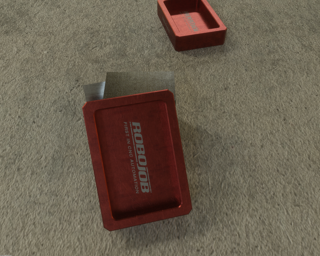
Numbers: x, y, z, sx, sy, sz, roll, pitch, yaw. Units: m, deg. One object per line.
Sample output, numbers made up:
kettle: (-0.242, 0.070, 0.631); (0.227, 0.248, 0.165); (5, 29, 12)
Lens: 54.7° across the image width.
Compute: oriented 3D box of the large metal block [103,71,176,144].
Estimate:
large metal block: (-0.023, -0.023, 0.387); (0.081, 0.080, 0.050); (-1, 50, -1)

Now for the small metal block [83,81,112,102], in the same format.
small metal block: (-0.078, -0.051, 0.428); (0.050, 0.025, 0.050); (-12, 10, -10)

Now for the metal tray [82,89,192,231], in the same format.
metal tray: (-0.023, 0.031, 0.321); (0.091, 0.030, 0.129); (-10, 93, -9)

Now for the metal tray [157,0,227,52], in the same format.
metal tray: (0.054, -0.195, 0.563); (0.091, 0.030, 0.130); (-11, 51, -10)
